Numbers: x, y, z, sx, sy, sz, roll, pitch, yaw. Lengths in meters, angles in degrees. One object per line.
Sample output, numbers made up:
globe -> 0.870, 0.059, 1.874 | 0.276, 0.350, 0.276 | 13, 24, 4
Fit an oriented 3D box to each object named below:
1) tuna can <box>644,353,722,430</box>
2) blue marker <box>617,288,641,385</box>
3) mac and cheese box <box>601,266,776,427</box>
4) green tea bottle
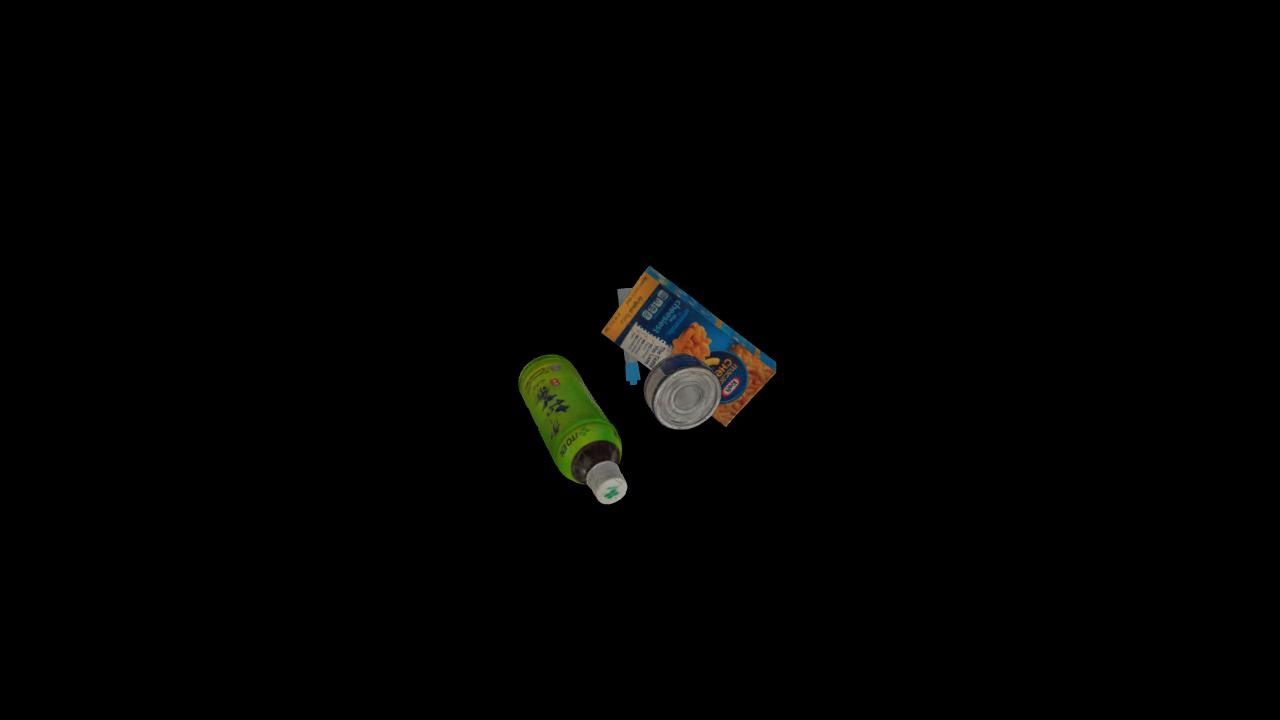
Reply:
tuna can -> 0.049, 0.036, 0.691 | 0.084, 0.084, 0.034 | 0, 26, -19
blue marker -> -0.014, -0.029, 0.768 | 0.020, 0.121, 0.020 | -5, 5, 0
mac and cheese box -> 0.056, -0.014, 0.705 | 0.184, 0.093, 0.041 | 37, 22, -3
green tea bottle -> -0.066, 0.068, 0.632 | 0.073, 0.073, 0.212 | 0, 26, -28
